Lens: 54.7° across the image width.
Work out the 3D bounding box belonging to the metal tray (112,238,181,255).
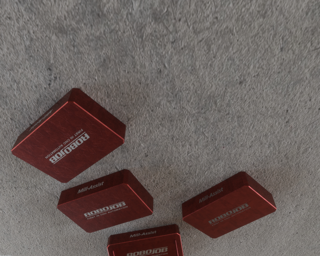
[{"bbox_3d":[-0.030,0.264,0.627,0.131,0.030,0.089,6,130,-6],"label":"metal tray"}]

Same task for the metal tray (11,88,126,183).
[{"bbox_3d":[-0.122,0.016,0.416,0.130,0.030,0.090,-34,123,25],"label":"metal tray"}]

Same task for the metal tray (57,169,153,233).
[{"bbox_3d":[-0.088,0.123,0.508,0.130,0.030,0.090,-21,127,17],"label":"metal tray"}]

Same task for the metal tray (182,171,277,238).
[{"bbox_3d":[0.113,0.133,0.518,0.130,0.030,0.090,-36,122,26],"label":"metal tray"}]

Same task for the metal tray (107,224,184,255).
[{"bbox_3d":[-0.023,0.233,0.569,0.131,0.030,0.089,-9,106,-2],"label":"metal tray"}]
